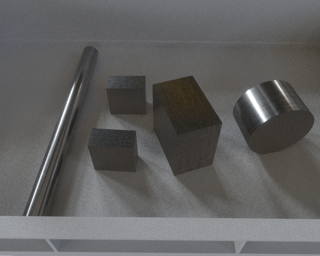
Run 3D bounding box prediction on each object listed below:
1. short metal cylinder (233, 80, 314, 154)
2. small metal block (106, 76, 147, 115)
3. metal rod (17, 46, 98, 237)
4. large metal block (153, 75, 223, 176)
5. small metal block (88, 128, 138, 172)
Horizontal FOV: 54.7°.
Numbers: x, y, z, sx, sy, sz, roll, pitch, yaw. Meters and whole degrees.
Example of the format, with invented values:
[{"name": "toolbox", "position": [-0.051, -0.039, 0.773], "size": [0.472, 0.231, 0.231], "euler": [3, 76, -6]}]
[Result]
[{"name": "short metal cylinder", "position": [0.138, -0.012, 0.381], "size": [0.081, 0.080, 0.050], "euler": [-9, 51, -8]}, {"name": "small metal block", "position": [-0.044, -0.045, 0.426], "size": [0.050, 0.050, 0.025], "euler": [0, 50, 0]}, {"name": "metal rod", "position": [-0.122, -0.009, 0.410], "size": [0.025, 0.025, 0.300], "euler": [3, 50, 2]}, {"name": "large metal block", "position": [0.028, -0.003, 0.372], "size": [0.050, 0.080, 0.080], "euler": [-15, 52, -12]}, {"name": "small metal block", "position": [-0.054, 0.027, 0.365], "size": [0.050, 0.050, 0.025], "euler": [3, 50, 2]}]
